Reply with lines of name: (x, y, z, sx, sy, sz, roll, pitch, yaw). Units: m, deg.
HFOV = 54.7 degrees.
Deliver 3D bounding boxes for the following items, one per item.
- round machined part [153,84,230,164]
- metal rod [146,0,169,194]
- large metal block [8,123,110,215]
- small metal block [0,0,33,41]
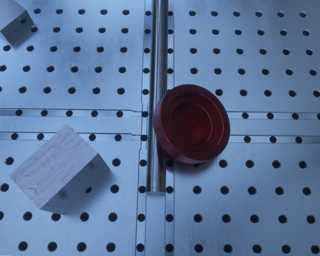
round machined part: (0.036, -0.003, 0.391, 0.099, 0.042, 0.098, 9, 69, -23)
metal rod: (-0.002, -0.060, 0.433, 0.025, 0.025, 0.299, 1, 70, 0)
large metal block: (-0.111, 0.052, 0.363, 0.050, 0.080, 0.080, 41, 75, 13)
small metal block: (-0.234, -0.169, 0.472, 0.050, 0.025, 0.050, 39, 74, 13)
